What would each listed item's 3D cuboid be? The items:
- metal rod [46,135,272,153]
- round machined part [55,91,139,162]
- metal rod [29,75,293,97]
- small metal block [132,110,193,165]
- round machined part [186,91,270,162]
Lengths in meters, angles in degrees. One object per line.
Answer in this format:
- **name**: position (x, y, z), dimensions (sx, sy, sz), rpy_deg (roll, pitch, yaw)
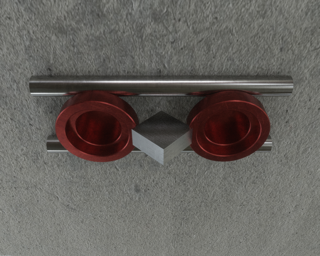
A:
- **metal rod**: position (0.000, 0.022, 0.427), dimensions (0.302, 0.025, 0.025), rpy_deg (0, 130, -1)
- **round machined part**: position (-0.075, -0.006, 0.386), dimensions (0.099, 0.042, 0.097), rpy_deg (0, 130, 0)
- **metal rod**: position (0.002, -0.050, 0.366), dimensions (0.302, 0.025, 0.025), rpy_deg (0, 130, -1)
- **small metal block**: position (0.003, 0.010, 0.366), dimensions (0.050, 0.050, 0.025), rpy_deg (31, 138, 32)
- **round machined part**: position (0.082, -0.006, 0.386), dimensions (0.099, 0.042, 0.097), rpy_deg (0, 130, 0)
